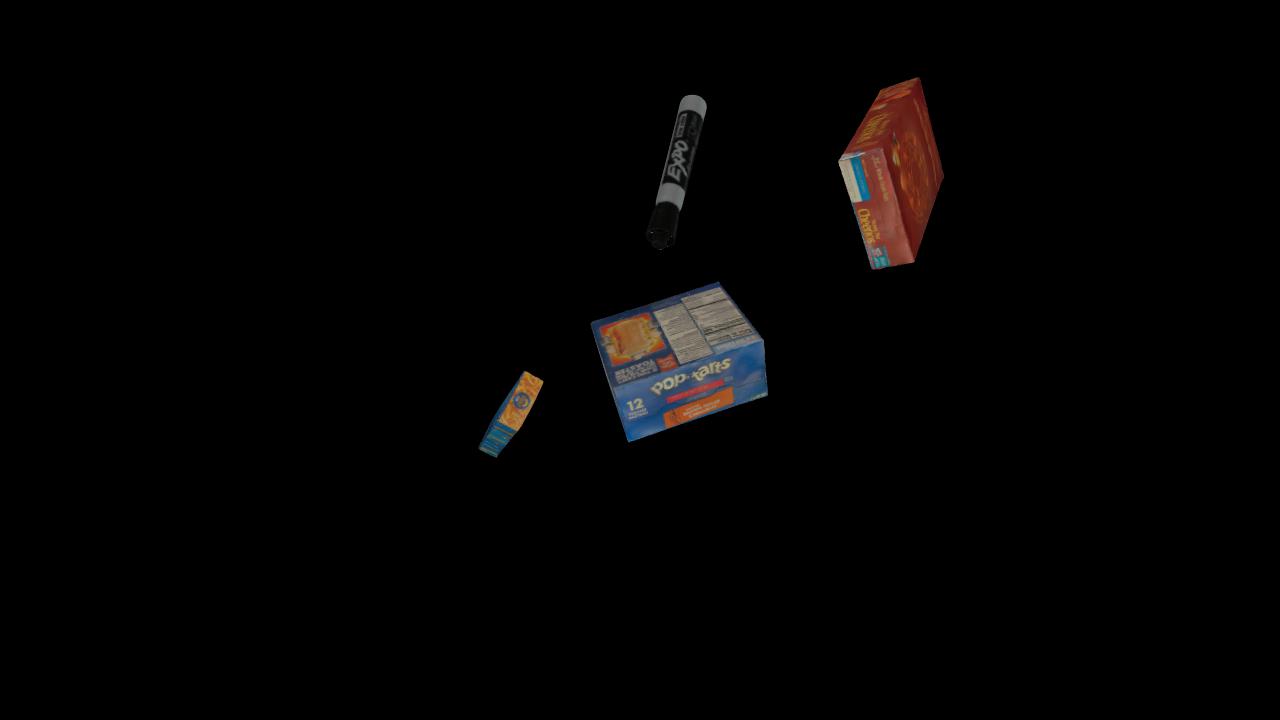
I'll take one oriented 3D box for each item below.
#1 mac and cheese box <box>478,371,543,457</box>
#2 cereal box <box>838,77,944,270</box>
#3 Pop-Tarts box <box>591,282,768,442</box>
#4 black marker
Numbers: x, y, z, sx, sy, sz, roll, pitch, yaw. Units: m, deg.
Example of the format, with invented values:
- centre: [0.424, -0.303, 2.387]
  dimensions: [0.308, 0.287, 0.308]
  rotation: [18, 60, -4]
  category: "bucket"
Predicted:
- centre: [-0.210, 0.091, 0.990]
  dimensions: [0.041, 0.093, 0.184]
  rotation: [31, -29, -10]
  category: "mac and cheese box"
- centre: [0.437, -0.323, 1.052]
  dimensions: [0.081, 0.203, 0.306]
  rotation: [-4, 38, 40]
  category: "cereal box"
- centre: [0.042, -0.002, 0.709]
  dimensions: [0.167, 0.083, 0.141]
  rotation: [-19, 36, -4]
  category: "Pop-Tarts box"
- centre: [0.024, -0.122, 0.395]
  dimensions: [0.020, 0.121, 0.020]
  rotation: [11, -25, 5]
  category: "black marker"
